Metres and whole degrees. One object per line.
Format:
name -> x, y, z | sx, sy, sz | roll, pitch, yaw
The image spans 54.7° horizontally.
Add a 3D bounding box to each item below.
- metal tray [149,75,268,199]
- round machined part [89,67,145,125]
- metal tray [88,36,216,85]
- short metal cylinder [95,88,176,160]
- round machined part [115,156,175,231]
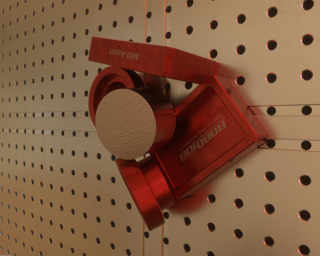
metal tray -> 0.046, 0.013, 0.365 | 0.129, 0.030, 0.090 | -44, 64, 31
round machined part -> -0.054, -0.037, 0.441 | 0.098, 0.042, 0.097 | 0, 90, 39
metal tray -> -0.011, -0.081, 0.374 | 0.130, 0.091, 0.030 | 20, 103, 38
short metal cylinder -> -0.028, -0.007, 0.366 | 0.080, 0.050, 0.079 | 5, 101, 27
round machined part -> -0.016, 0.074, 0.387 | 0.098, 0.042, 0.098 | 59, 168, 23
